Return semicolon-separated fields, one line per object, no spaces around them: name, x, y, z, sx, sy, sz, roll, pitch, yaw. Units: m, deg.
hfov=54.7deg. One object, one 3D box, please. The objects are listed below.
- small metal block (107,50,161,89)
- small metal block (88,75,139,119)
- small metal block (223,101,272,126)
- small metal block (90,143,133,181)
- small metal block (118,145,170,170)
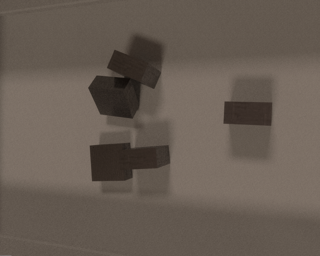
small metal block;-0.033;-0.076;0.407;0.050;0.050;0.025;25;95;18
small metal block;-0.061;-0.041;0.415;0.050;0.050;0.025;8;51;19
small metal block;0.104;-0.016;0.361;0.050;0.050;0.025;3;91;19
small metal block;-0.068;0.047;0.433;0.050;0.025;0.050;-4;89;19
small metal block;-0.019;0.038;0.403;0.050;0.050;0.025;-5;88;19
